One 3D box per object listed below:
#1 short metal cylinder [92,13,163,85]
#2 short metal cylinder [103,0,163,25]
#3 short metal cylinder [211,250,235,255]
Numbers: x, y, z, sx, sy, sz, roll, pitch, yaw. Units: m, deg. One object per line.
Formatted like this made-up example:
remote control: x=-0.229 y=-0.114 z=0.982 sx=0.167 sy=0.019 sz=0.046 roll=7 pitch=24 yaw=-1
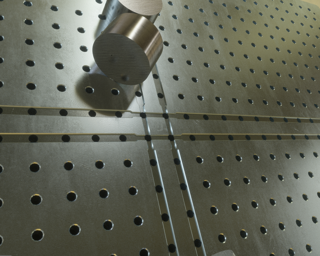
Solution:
short metal cylinder: x=-0.042 y=-0.104 z=0.414 sx=0.080 sy=0.080 sz=0.050 roll=31 pitch=52 yaw=-8
short metal cylinder: x=-0.043 y=-0.187 z=0.483 sx=0.081 sy=0.050 sz=0.080 roll=14 pitch=56 yaw=-21
short metal cylinder: x=0.051 y=0.164 z=0.300 sx=0.081 sy=0.080 sz=0.050 roll=-23 pitch=75 yaw=-36
